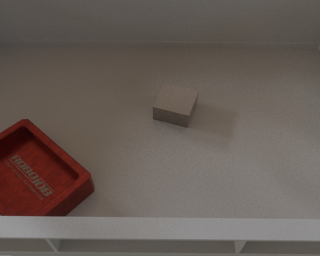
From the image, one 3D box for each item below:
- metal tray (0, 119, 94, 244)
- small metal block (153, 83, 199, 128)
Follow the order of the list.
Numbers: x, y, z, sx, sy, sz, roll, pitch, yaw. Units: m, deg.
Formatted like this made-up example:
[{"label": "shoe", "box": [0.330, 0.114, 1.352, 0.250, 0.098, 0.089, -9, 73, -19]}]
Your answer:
[{"label": "metal tray", "box": [-0.152, 0.054, 0.354, 0.130, 0.030, 0.090, 34, 58, 25]}, {"label": "small metal block", "box": [0.022, -0.032, 0.432, 0.050, 0.025, 0.050, 15, 51, 11]}]
